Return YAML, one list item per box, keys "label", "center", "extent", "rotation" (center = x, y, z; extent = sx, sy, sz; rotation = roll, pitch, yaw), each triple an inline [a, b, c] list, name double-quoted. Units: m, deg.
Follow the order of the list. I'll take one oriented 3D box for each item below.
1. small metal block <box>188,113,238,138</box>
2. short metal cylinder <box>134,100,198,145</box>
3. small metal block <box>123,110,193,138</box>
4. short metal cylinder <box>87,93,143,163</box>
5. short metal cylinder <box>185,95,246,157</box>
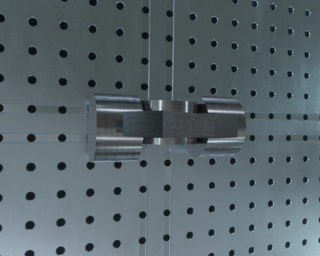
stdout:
- label: "small metal block"
  center: [0.050, -0.002, 0.336]
  extent: [0.050, 0.050, 0.025]
  rotation: [1, 90, -51]
- label: "short metal cylinder"
  center: [0.007, -0.006, 0.386]
  extent: [0.081, 0.080, 0.050]
  rotation: [1, 90, -20]
- label: "small metal block"
  center: [-0.001, -0.004, 0.312]
  extent: [0.050, 0.050, 0.025]
  rotation: [1, 90, -52]
- label: "short metal cylinder"
  center: [-0.055, 0.000, 0.363]
  extent: [0.050, 0.080, 0.080]
  rotation: [1, 90, -20]
- label: "short metal cylinder"
  center: [0.068, -0.002, 0.408]
  extent: [0.050, 0.080, 0.079]
  rotation: [1, 90, -19]
